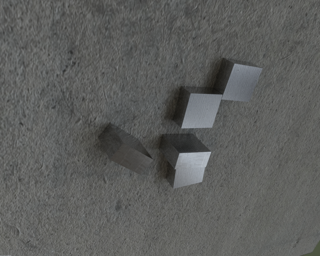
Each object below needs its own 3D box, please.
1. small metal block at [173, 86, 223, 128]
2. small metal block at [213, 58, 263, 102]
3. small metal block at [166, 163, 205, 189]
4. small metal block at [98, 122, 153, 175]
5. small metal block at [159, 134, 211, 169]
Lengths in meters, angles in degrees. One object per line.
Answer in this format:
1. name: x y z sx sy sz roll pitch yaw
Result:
1. small metal block: 0.050 -0.028 0.417 0.050 0.025 0.050 -1 119 -28
2. small metal block: 0.105 -0.065 0.424 0.050 0.025 0.050 2 118 -29
3. small metal block: 0.039 0.059 0.465 0.050 0.025 0.050 -8 122 -24
4. small metal block: -0.043 0.025 0.383 0.050 0.050 0.025 34 99 -39
5. small metal block: 0.033 0.031 0.428 0.050 0.050 0.025 0 118 -29
